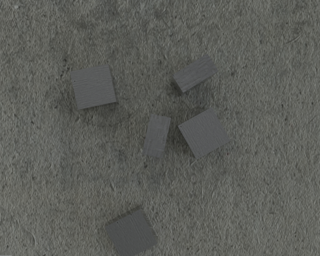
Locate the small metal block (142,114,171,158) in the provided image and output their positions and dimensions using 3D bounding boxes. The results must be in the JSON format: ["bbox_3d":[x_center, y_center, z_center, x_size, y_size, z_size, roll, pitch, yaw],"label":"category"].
[{"bbox_3d":[-0.004,0.009,0.397,0.025,0.050,0.050,12,90,0],"label":"small metal block"}]

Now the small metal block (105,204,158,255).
[{"bbox_3d":[-0.037,0.138,0.410,0.050,0.025,0.050,-27,90,0],"label":"small metal block"}]

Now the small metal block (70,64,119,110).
[{"bbox_3d":[-0.086,-0.053,0.409,0.050,0.025,0.050,-12,90,0],"label":"small metal block"}]

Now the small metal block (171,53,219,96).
[{"bbox_3d":[0.043,-0.066,0.398,0.050,0.050,0.025,-32,90,0],"label":"small metal block"}]

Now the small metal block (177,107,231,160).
[{"bbox_3d":[0.057,0.007,0.410,0.050,0.025,0.050,-29,90,0],"label":"small metal block"}]
